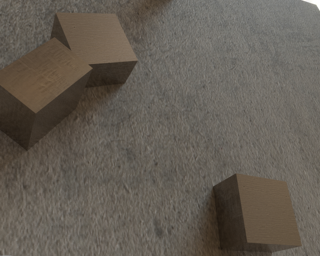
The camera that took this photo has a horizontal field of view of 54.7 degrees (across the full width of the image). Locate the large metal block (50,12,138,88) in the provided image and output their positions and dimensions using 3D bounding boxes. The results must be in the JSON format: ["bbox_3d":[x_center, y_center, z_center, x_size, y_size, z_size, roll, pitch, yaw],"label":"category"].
[{"bbox_3d":[-0.088,-0.101,0.403,0.081,0.050,0.080,-13,69,-34],"label":"large metal block"}]

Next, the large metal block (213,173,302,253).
[{"bbox_3d":[0.119,0.108,0.388,0.081,0.050,0.080,12,57,-22],"label":"large metal block"}]

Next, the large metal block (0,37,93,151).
[{"bbox_3d":[-0.125,-0.034,0.323,0.050,0.080,0.080,40,51,-2],"label":"large metal block"}]
